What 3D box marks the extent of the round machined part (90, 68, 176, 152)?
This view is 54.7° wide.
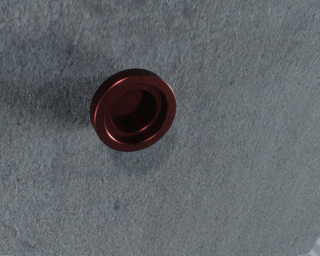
[{"bbox_3d":[-0.034,-0.024,0.364,0.099,0.042,0.097,-14,125,-21],"label":"round machined part"}]
